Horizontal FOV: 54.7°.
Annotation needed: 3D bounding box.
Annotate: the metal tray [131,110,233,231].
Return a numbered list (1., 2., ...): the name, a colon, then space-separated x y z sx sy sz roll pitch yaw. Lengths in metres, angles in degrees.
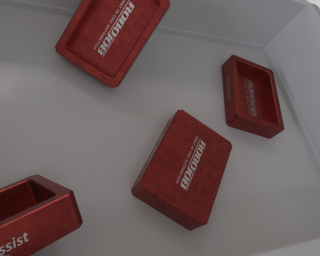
1. metal tray: 0.033 0.048 0.390 0.090 0.030 0.130 34 51 -6

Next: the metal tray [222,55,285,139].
1. metal tray: 0.152 -0.054 0.516 0.091 0.030 0.130 16 55 -19

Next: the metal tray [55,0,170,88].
1. metal tray: -0.059 -0.128 0.392 0.090 0.130 0.030 33 10 -7

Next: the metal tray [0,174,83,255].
1. metal tray: -0.139 0.081 0.237 0.131 0.090 0.030 -23 107 -36
